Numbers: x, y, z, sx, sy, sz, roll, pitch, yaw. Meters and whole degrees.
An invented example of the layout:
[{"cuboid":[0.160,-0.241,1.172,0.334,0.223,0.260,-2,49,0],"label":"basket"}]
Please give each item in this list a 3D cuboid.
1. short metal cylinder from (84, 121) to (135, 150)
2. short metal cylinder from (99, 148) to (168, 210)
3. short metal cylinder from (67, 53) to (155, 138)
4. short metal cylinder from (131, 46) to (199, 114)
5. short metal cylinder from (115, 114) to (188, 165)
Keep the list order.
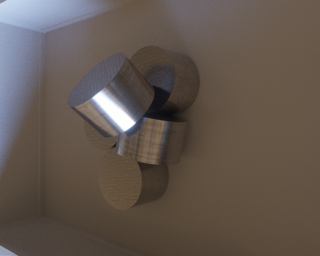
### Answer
[{"cuboid":[-0.062,-0.010,0.437,0.080,0.050,0.079,0,90,39],"label":"short metal cylinder"},{"cuboid":[-0.037,0.064,0.416,0.080,0.050,0.079,0,90,39],"label":"short metal cylinder"},{"cuboid":[-0.053,-0.036,0.339,0.080,0.050,0.080,-29,33,21],"label":"short metal cylinder"},{"cuboid":[0.001,-0.057,0.386,0.080,0.050,0.079,0,90,39],"label":"short metal cylinder"},{"cuboid":[-0.010,0.008,0.376,0.080,0.081,0.050,17,101,38],"label":"short metal cylinder"}]
